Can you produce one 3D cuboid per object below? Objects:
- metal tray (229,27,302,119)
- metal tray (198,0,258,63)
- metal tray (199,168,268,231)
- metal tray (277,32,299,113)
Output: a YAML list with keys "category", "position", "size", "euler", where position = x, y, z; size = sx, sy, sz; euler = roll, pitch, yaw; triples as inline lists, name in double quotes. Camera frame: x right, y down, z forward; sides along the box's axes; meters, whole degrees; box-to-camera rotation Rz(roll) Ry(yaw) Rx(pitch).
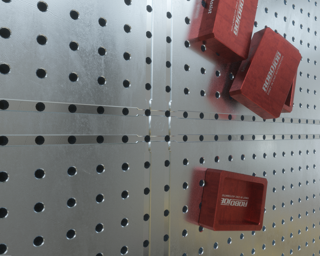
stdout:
- category: "metal tray"
  position: [0.180, -0.091, 0.524]
  size: [0.090, 0.030, 0.130]
  euler: [30, 75, -21]
- category: "metal tray"
  position: [0.114, -0.183, 0.499]
  size: [0.090, 0.030, 0.130]
  euler: [21, 77, -38]
- category: "metal tray"
  position: [0.124, 0.119, 0.508]
  size: [0.131, 0.030, 0.090]
  euler: [15, 80, -39]
- category: "metal tray"
  position: [0.224, -0.102, 0.590]
  size: [0.091, 0.030, 0.130]
  euler: [18, 79, -38]
